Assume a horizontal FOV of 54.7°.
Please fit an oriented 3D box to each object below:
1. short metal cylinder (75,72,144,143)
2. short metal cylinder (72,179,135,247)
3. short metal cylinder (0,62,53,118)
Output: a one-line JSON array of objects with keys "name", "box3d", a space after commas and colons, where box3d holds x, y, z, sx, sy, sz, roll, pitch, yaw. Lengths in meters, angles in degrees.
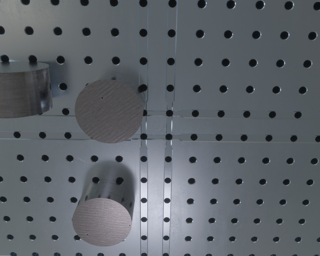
[{"name": "short metal cylinder", "box3d": [-0.060, -0.027, 0.389, 0.081, 0.050, 0.079, 0, 110, 0]}, {"name": "short metal cylinder", "box3d": [-0.079, 0.120, 0.444, 0.081, 0.050, 0.079, 0, 110, 0]}, {"name": "short metal cylinder", "box3d": [-0.171, -0.048, 0.365, 0.081, 0.080, 0.050, 1, 110, -1]}]
